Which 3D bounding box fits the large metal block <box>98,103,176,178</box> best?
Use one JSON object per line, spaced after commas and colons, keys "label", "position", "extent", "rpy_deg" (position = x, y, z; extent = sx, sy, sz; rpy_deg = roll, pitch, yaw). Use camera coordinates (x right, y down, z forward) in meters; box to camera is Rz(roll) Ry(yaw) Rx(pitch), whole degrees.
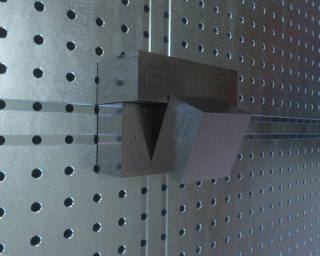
{"label": "large metal block", "position": [-0.026, 0.013, 0.371], "extent": [0.081, 0.050, 0.079], "rpy_deg": [1, 90, -40]}

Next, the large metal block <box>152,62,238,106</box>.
{"label": "large metal block", "position": [0.045, -0.051, 0.412], "extent": [0.081, 0.080, 0.050], "rpy_deg": [1, 90, -40]}

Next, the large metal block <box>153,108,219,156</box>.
{"label": "large metal block", "position": [0.037, 0.014, 0.423], "extent": [0.081, 0.050, 0.079], "rpy_deg": [1, 90, -40]}

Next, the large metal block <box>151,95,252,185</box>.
{"label": "large metal block", "position": [0.046, 0.011, 0.347], "extent": [0.081, 0.050, 0.079], "rpy_deg": [0, 114, -40]}

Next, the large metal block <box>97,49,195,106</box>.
{"label": "large metal block", "position": [-0.017, -0.052, 0.360], "extent": [0.081, 0.080, 0.050], "rpy_deg": [1, 90, -40]}
